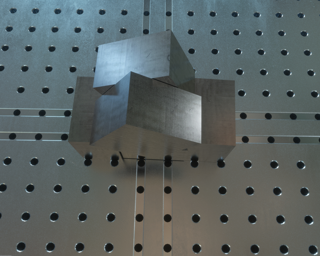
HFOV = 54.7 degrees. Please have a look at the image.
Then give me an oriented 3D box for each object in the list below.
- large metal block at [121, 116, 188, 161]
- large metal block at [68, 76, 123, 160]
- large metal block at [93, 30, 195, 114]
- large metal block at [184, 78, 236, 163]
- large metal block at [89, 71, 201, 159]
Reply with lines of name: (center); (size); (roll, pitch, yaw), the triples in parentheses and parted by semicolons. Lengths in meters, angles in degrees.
large metal block: (-0.006, -0.005, 0.398); (0.081, 0.050, 0.080); (3, 70, 0)
large metal block: (-0.073, -0.009, 0.385); (0.050, 0.080, 0.080); (2, 70, 0)
large metal block: (-0.013, -0.053, 0.334); (0.080, 0.080, 0.050); (-6, 68, 22)
large metal block: (0.059, -0.006, 0.385); (0.050, 0.080, 0.080); (4, 70, 1)
large metal block: (-0.015, -0.007, 0.314); (0.081, 0.080, 0.050); (15, 66, -30)
